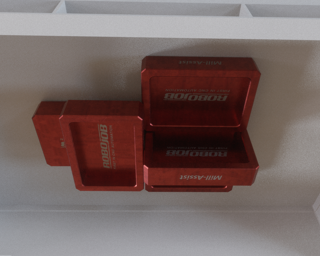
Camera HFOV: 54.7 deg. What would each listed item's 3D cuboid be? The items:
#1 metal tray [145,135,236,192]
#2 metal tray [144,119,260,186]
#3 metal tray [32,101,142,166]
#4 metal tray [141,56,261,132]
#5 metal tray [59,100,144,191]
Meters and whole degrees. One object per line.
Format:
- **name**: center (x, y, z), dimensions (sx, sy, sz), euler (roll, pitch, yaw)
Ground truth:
- **metal tray**: center (0.044, 0.054, 0.450), dimensions (0.131, 0.030, 0.089), euler (0, 130, -1)
- **metal tray**: center (0.047, 0.028, 0.387), dimensions (0.131, 0.090, 0.030), euler (1, 130, -1)
- **metal tray**: center (-0.089, 0.010, 0.409), dimensions (0.131, 0.030, 0.089), euler (0, 130, -1)
- **metal tray**: center (0.044, -0.038, 0.372), dimensions (0.131, 0.030, 0.089), euler (0, 130, -1)
- **metal tray**: center (-0.065, 0.027, 0.385), dimensions (0.091, 0.030, 0.129), euler (1, 130, -1)
